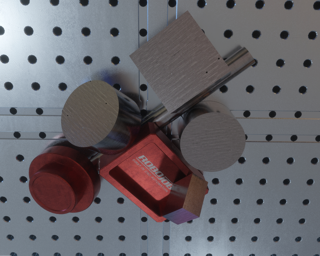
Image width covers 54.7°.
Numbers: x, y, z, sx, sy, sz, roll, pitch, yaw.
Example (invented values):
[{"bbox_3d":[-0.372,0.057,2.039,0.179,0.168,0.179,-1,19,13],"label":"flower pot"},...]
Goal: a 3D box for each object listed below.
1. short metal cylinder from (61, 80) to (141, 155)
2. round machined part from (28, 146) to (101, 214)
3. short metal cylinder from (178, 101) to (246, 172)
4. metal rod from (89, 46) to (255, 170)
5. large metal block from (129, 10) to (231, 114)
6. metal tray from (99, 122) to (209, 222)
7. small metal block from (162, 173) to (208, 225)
[{"bbox_3d":[-0.070,-0.011,0.373,0.080,0.050,0.080,-7,72,24],"label":"short metal cylinder"},{"bbox_3d":[-0.134,0.076,0.417,0.098,0.042,0.097,7,117,14],"label":"round machined part"},{"bbox_3d":[0.065,0.010,0.404,0.081,0.050,0.079,0,110,0],"label":"short metal cylinder"},{"bbox_3d":[-0.009,-0.005,0.413,0.300,0.025,0.025,-35,107,12],"label":"metal rod"},{"bbox_3d":[0.025,-0.073,0.361,0.080,0.050,0.080,-35,87,12],"label":"large metal block"},{"bbox_3d":[-0.006,0.064,0.419,0.090,0.030,0.130,-36,119,12],"label":"metal tray"},{"bbox_3d":[0.033,0.093,0.403,0.025,0.050,0.050,32,142,-13],"label":"small metal block"}]
